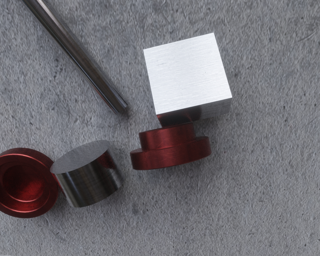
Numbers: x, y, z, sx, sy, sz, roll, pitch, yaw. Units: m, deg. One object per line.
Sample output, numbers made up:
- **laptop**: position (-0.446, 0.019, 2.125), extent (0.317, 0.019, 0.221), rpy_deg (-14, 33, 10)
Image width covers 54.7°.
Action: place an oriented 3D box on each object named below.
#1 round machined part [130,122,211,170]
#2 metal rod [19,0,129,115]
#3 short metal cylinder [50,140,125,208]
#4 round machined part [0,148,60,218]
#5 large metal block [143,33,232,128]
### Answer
- **round machined part**: position (0.011, 0.019, 0.381), extent (0.099, 0.098, 0.042), rpy_deg (-11, 91, 4)
- **metal rod**: position (-0.138, -0.138, 0.357), extent (0.025, 0.025, 0.300), rpy_deg (-35, 107, 12)
- **short metal cylinder**: position (-0.092, 0.057, 0.401), extent (0.080, 0.080, 0.050), rpy_deg (-19, 109, 7)
- **round machined part**: position (-0.183, 0.071, 0.425), extent (0.099, 0.042, 0.097), rpy_deg (0, 110, 0)
- **large metal block**: position (0.031, -0.053, 0.357), extent (0.080, 0.050, 0.080), rpy_deg (-13, 72, 4)
